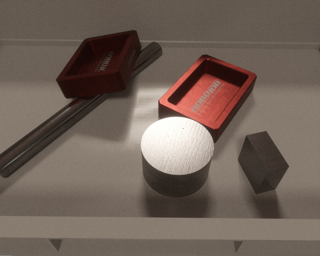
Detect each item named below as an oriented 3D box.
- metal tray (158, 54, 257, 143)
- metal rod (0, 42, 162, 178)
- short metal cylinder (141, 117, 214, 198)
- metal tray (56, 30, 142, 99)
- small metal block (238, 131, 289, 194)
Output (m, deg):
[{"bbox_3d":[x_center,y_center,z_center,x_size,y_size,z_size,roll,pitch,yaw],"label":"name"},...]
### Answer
[{"bbox_3d":[0.069,-0.047,0.441,0.090,0.030,0.131,27,55,21],"label":"metal tray"},{"bbox_3d":[-0.098,-0.041,0.438,0.025,0.025,0.301,31,56,23],"label":"metal rod"},{"bbox_3d":[0.019,0.033,0.361,0.081,0.050,0.080,0,50,0],"label":"short metal cylinder"},{"bbox_3d":[-0.084,-0.097,0.454,0.090,0.030,0.130,-6,39,14],"label":"metal tray"},{"bbox_3d":[0.117,0.040,0.357,0.025,0.050,0.050,-12,51,-10],"label":"small metal block"}]
